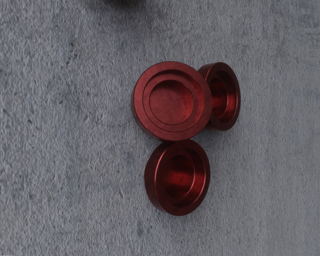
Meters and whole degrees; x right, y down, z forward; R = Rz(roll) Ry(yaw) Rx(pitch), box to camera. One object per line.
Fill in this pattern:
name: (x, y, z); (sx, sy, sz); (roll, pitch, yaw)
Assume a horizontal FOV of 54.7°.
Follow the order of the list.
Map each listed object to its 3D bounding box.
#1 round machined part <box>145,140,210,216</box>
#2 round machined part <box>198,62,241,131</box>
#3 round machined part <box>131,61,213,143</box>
round machined part: (0.018, 0.062, 0.409); (0.099, 0.042, 0.097); (0, 90, -40)
round machined part: (0.075, -0.044, 0.451); (0.099, 0.042, 0.097); (1, 88, -47)
round machined part: (0.012, -0.030, 0.387); (0.099, 0.042, 0.097); (2, 82, -14)
